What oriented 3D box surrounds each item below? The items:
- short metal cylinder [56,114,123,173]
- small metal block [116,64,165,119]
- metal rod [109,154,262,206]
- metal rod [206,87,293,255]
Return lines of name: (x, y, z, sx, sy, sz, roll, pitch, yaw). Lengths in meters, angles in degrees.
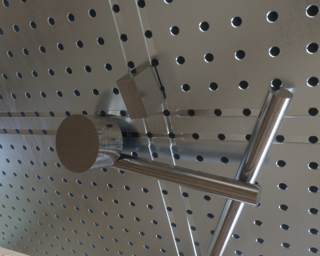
short metal cylinder: (-0.100, 0.021, 0.440, 0.080, 0.050, 0.079, 1, 91, 30)
small metal block: (-0.022, -0.045, 0.379, 0.025, 0.050, 0.050, -5, 116, 31)
metal rod: (-0.013, 0.058, 0.435, 0.300, 0.025, 0.025, 10, 123, 29)
metal rod: (0.106, 0.083, 0.407, 0.025, 0.025, 0.298, 21, 126, 16)
